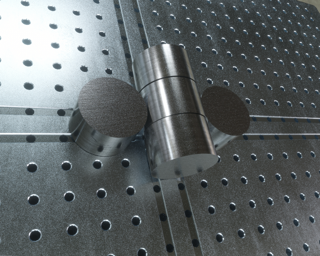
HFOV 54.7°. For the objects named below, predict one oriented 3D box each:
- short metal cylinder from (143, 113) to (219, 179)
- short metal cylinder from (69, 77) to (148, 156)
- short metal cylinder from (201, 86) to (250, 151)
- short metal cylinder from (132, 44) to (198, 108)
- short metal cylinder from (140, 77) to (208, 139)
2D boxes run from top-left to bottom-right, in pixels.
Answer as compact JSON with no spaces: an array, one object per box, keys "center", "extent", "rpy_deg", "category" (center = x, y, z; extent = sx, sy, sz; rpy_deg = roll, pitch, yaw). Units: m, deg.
[{"center":[0.024,0.024,0.372],"extent":[0.081,0.080,0.050],"rpy_deg":[1,61,-28],"category":"short metal cylinder"},{"center":[-0.062,-0.013,0.367],"extent":[0.081,0.050,0.080],"rpy_deg":[14,56,-21],"category":"short metal cylinder"},{"center":[0.081,-0.013,0.445],"extent":[0.081,0.050,0.080],"rpy_deg":[14,56,-21],"category":"short metal cylinder"},{"center":[0.006,-0.066,0.417],"extent":[0.081,0.080,0.050],"rpy_deg":[3,61,-27],"category":"short metal cylinder"},{"center":[0.015,-0.021,0.395],"extent":[0.081,0.080,0.050],"rpy_deg":[2,61,-28],"category":"short metal cylinder"}]
